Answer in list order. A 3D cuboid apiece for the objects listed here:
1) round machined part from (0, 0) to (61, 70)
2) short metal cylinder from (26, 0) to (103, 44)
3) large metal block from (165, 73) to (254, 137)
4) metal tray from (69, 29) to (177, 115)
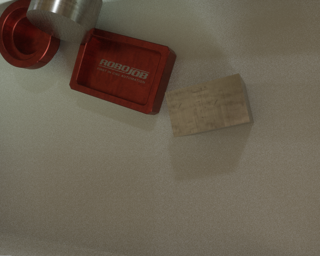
[{"bbox_3d":[-0.191,-0.137,0.465,0.098,0.042,0.097,1,93,19],"label":"round machined part"},{"bbox_3d":[-0.119,-0.149,0.390,0.080,0.080,0.050,11,80,19],"label":"short metal cylinder"},{"bbox_3d":[0.061,-0.023,0.359,0.080,0.080,0.050,-13,86,19],"label":"large metal block"},{"bbox_3d":[-0.053,-0.079,0.425,0.130,0.030,0.089,19,96,18],"label":"metal tray"}]
